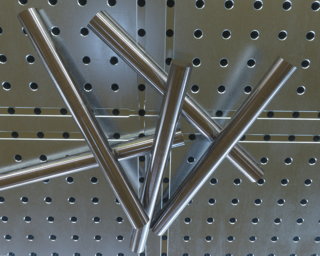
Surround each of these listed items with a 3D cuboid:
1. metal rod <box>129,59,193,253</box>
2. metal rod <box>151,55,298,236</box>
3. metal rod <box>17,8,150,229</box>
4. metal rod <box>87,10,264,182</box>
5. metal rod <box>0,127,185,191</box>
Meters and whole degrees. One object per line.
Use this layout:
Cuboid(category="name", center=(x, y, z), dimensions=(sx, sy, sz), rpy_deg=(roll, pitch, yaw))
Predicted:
Cuboid(category="metal rod", center=(-0.005, 0.056, 0.411), dimensions=(0.025, 0.025, 0.298), rpy_deg=(11, 118, -5))
Cuboid(category="metal rod", center=(0.068, 0.040, 0.404), dimensions=(0.025, 0.025, 0.298), rpy_deg=(28, 117, -10))
Cuboid(category="metal rod", center=(-0.090, -0.003, 0.390), dimensions=(0.025, 0.025, 0.299), rpy_deg=(-25, 101, 8))
Cuboid(category="metal rod", center=(0.030, -0.031, 0.402), dimensions=(0.300, 0.025, 0.025), rpy_deg=(42, 104, -15))
Cuboid(category="metal rod", center=(-0.115, 0.048, 0.429), dimensions=(0.301, 0.025, 0.025), rpy_deg=(-14, 110, 4))
